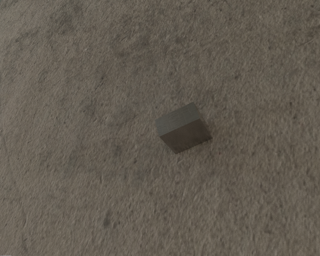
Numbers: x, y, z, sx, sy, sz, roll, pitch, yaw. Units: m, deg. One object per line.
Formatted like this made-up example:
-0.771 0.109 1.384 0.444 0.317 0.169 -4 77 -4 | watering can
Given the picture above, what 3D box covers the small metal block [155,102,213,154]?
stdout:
0.029 0.002 0.371 0.050 0.050 0.025 -25 53 12 | small metal block
